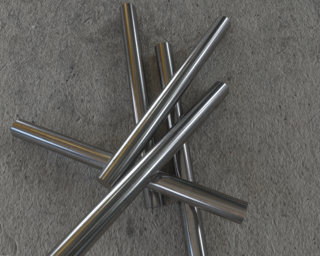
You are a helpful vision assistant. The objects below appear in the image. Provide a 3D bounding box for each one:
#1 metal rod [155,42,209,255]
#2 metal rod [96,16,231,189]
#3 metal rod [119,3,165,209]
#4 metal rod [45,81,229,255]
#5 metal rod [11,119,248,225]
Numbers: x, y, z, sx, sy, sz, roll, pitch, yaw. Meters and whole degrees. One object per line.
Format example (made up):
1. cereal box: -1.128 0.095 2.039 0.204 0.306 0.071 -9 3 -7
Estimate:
1. metal rod: 0.025 0.022 0.400 0.025 0.025 0.299 -7 70 -3
2. metal rod: 0.019 -0.049 0.398 0.025 0.025 0.301 30 62 10
3. metal rod: -0.028 -0.044 0.423 0.025 0.025 0.299 -8 70 -3
4. metal rod: -0.004 0.034 0.346 0.025 0.025 0.301 37 55 12
5. metal rod: -0.048 0.046 0.369 0.301 0.025 0.025 18 71 15
